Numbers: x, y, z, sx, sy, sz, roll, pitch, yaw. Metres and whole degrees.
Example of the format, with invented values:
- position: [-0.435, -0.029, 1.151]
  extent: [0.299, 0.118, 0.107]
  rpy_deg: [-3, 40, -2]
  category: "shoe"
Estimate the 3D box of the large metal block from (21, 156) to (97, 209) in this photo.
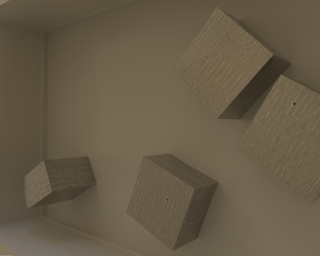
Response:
- position: [-0.166, 0.088, 0.508]
  extent: [0.080, 0.081, 0.050]
  rpy_deg: [-34, 69, 35]
  category: "large metal block"

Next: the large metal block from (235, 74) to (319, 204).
- position: [0.131, 0.008, 0.282]
  extent: [0.080, 0.050, 0.079]
  rpy_deg: [40, 114, 32]
  category: "large metal block"

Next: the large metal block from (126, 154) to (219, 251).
- position: [0.013, 0.086, 0.380]
  extent: [0.080, 0.050, 0.079]
  rpy_deg: [28, 107, 36]
  category: "large metal block"

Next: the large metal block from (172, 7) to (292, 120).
- position: [0.073, -0.066, 0.330]
  extent: [0.080, 0.050, 0.080]
  rpy_deg: [-52, 60, 27]
  category: "large metal block"
